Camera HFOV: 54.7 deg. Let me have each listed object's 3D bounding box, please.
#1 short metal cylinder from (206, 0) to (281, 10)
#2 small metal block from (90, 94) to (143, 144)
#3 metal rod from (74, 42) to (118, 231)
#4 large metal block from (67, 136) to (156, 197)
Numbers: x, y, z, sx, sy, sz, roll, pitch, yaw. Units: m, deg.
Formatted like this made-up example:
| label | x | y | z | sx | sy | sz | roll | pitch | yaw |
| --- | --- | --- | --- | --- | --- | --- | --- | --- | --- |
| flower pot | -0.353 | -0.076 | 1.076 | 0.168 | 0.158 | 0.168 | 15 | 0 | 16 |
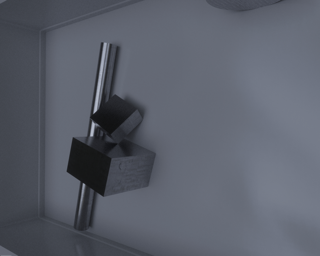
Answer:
| label | x | y | z | sx | sy | sz | roll | pitch | yaw |
| --- | --- | --- | --- | --- | --- | --- | --- | --- | --- |
| short metal cylinder | 0.084 | -0.154 | 0.300 | 0.080 | 0.081 | 0.050 | 0 | 90 | 39 |
| small metal block | -0.062 | -0.013 | 0.439 | 0.050 | 0.025 | 0.050 | -45 | 55 | -14 |
| metal rod | -0.103 | 0.018 | 0.489 | 0.025 | 0.025 | 0.298 | 17 | 101 | 38 |
| large metal block | -0.066 | 0.047 | 0.423 | 0.080 | 0.081 | 0.050 | 22 | 104 | 37 |
